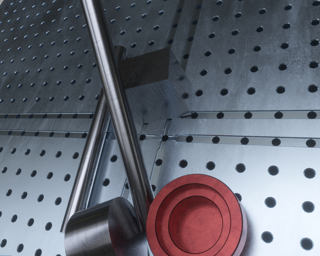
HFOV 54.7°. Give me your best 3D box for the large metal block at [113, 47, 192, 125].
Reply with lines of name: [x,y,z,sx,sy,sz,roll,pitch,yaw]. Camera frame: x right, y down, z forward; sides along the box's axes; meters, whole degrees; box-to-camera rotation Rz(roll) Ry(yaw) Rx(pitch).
large metal block: [-0.009,-0.052,0.408,0.080,0.080,0.050,-10,58,22]

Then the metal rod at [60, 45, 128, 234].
metal rod: [-0.089,0.001,0.452,0.025,0.025,0.299,-4,59,25]

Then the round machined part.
round machined part: [0.039,0.100,0.315,0.098,0.042,0.098,-13,56,20]

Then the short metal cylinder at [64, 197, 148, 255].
short metal cylinder: [-0.054,0.119,0.327,0.050,0.080,0.080,-23,54,14]

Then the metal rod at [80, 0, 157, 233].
metal rod: [-0.049,-0.031,0.360,0.025,0.025,0.298,-17,85,18]
